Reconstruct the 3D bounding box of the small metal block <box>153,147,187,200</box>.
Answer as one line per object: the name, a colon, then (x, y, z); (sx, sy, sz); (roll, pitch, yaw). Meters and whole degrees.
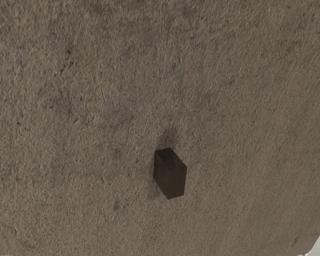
small metal block: (0.013, 0.064, 0.439); (0.025, 0.050, 0.050); (-11, 123, -23)
